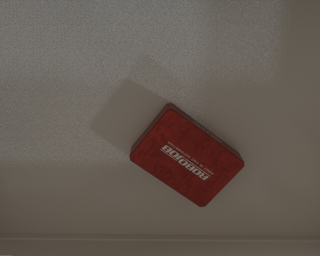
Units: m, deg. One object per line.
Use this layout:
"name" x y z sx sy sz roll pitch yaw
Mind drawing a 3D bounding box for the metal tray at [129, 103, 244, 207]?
"metal tray" 0.036 0.039 0.423 0.130 0.030 0.090 36 106 -12
